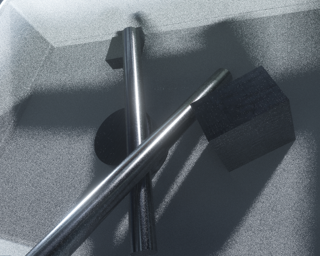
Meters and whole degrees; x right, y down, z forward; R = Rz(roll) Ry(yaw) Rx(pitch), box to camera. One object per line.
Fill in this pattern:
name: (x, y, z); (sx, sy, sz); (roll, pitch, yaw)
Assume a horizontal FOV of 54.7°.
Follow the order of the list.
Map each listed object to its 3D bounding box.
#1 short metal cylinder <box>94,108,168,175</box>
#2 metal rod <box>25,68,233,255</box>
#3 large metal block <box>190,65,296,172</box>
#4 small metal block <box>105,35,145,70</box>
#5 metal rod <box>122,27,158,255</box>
short metal cylinder: (-0.035, 0.020, 0.395); (0.080, 0.050, 0.080); (-13, 57, 20)
metal rod: (-0.004, 0.018, 0.316); (0.025, 0.025, 0.302); (16, 45, 34)
large metal block: (0.089, -0.006, 0.327); (0.080, 0.080, 0.050); (-29, 52, 10)
small metal block: (-0.057, -0.128, 0.512); (0.050, 0.025, 0.050); (-4, 60, 26)
metal rod: (-0.028, -0.011, 0.361); (0.025, 0.025, 0.299); (-18, 55, 17)
